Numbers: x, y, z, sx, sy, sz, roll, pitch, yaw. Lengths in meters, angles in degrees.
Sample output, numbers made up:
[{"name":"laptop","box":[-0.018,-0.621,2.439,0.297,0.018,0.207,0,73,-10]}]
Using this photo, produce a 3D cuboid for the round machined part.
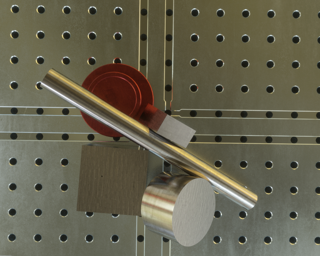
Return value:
[{"name":"round machined part","box":[-0.057,-0.036,0.404,0.099,0.042,0.097,0,90,-1]}]

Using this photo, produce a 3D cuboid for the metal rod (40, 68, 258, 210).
[{"name":"metal rod","box":[-0.003,0.021,0.381,0.301,0.025,0.025,32,90,-13]}]

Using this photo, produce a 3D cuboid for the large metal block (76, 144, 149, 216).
[{"name":"large metal block","box":[-0.057,0.063,0.398,0.081,0.050,0.079,5,90,-1]}]

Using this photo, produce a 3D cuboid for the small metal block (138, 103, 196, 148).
[{"name":"small metal block","box":[0.009,-0.003,0.391,0.050,0.050,0.025,28,94,-35]}]

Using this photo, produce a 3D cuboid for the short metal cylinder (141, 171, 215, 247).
[{"name":"short metal cylinder","box":[0.024,0.097,0.380,0.081,0.050,0.079,-5,97,-45]}]
